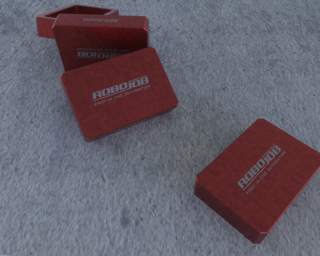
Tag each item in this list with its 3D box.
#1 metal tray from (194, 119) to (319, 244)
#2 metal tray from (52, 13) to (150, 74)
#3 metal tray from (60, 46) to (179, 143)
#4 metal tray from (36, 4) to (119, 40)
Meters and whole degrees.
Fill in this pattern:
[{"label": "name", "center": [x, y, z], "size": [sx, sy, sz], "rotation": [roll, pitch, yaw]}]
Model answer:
[{"label": "metal tray", "center": [0.114, 0.054, 0.356], "size": [0.090, 0.030, 0.131], "rotation": [38, 59, 27]}, {"label": "metal tray", "center": [-0.082, -0.120, 0.460], "size": [0.131, 0.089, 0.030], "rotation": [2, 51, 1]}, {"label": "metal tray", "center": [-0.052, -0.046, 0.410], "size": [0.131, 0.030, 0.090], "rotation": [-22, 85, -18]}, {"label": "metal tray", "center": [-0.133, -0.179, 0.521], "size": [0.090, 0.030, 0.130], "rotation": [11, 32, 8]}]
